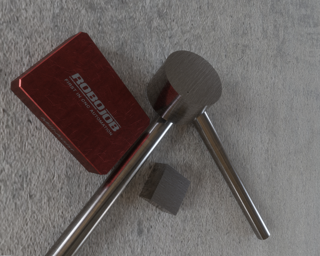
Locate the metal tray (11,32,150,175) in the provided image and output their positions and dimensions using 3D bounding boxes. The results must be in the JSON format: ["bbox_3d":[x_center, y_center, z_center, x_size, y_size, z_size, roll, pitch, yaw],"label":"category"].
[{"bbox_3d":[-0.078,-0.024,0.336,0.090,0.030,0.130,-51,120,-28],"label":"metal tray"}]

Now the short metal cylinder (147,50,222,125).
[{"bbox_3d":[0.031,-0.051,0.393,0.081,0.050,0.080,14,57,-23],"label":"short metal cylinder"}]

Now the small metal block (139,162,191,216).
[{"bbox_3d":[0.008,0.081,0.411,0.050,0.025,0.050,41,65,-32],"label":"small metal block"}]

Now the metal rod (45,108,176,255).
[{"bbox_3d":[-0.063,0.080,0.352,0.301,0.025,0.025,-52,121,-27],"label":"metal rod"}]

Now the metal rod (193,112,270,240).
[{"bbox_3d":[0.115,0.076,0.501,0.025,0.025,0.299,-47,118,-30],"label":"metal rod"}]
